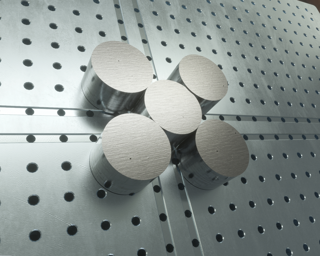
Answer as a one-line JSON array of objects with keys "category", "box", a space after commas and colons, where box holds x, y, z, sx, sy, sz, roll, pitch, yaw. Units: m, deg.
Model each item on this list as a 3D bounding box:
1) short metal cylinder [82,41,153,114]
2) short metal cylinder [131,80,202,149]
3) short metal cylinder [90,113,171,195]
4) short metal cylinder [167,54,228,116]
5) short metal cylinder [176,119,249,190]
[{"category": "short metal cylinder", "box": [-0.056, -0.065, 0.402, 0.081, 0.050, 0.080, 14, 56, -21]}, {"category": "short metal cylinder", "box": [0.007, -0.016, 0.407, 0.081, 0.050, 0.080, 14, 56, -21]}, {"category": "short metal cylinder", "box": [-0.034, 0.030, 0.355, 0.081, 0.050, 0.080, 14, 56, -21]}, {"category": "short metal cylinder", "box": [0.052, -0.061, 0.456, 0.081, 0.050, 0.080, 14, 56, -21]}, {"category": "short metal cylinder", "box": [0.069, 0.035, 0.409, 0.081, 0.050, 0.080, 14, 56, -21]}]
